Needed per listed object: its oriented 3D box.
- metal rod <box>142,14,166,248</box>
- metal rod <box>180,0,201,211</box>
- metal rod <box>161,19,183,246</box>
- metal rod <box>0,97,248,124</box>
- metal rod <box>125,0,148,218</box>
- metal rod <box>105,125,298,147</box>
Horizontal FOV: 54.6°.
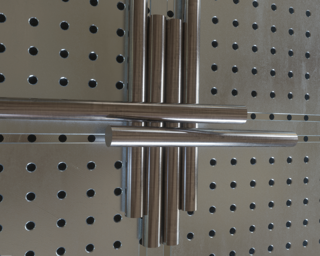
[{"bbox_3d":[-0.008,0.004,0.408,0.025,0.025,0.298,1,90,-20],"label":"metal rod"},{"bbox_3d":[0.041,-0.038,0.427,0.025,0.025,0.298,1,90,-20],"label":"metal rod"},{"bbox_3d":[0.016,0.005,0.419,0.025,0.025,0.298,1,90,-20],"label":"metal rod"},{"bbox_3d":[-0.040,-0.020,0.373,0.302,0.025,0.025,1,90,-11],"label":"metal rod"},{"bbox_3d":[-0.030,-0.037,0.400,0.025,0.025,0.298,1,90,-20],"label":"metal rod"},{"bbox_3d":[0.075,0.013,0.418,0.302,0.025,0.025,2,90,-29],"label":"metal rod"}]
